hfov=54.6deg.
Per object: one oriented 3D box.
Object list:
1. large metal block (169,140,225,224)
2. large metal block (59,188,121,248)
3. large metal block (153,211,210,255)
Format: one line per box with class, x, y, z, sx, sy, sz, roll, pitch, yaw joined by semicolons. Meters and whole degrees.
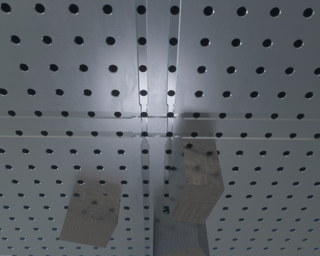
large metal block;0.047;0.076;0.441;0.050;0.080;0.079;11;129;-9
large metal block;-0.119;0.154;0.525;0.080;0.050;0.080;16;128;-13
large metal block;0.036;0.187;0.535;0.080;0.080;0.050;-20;127;16
